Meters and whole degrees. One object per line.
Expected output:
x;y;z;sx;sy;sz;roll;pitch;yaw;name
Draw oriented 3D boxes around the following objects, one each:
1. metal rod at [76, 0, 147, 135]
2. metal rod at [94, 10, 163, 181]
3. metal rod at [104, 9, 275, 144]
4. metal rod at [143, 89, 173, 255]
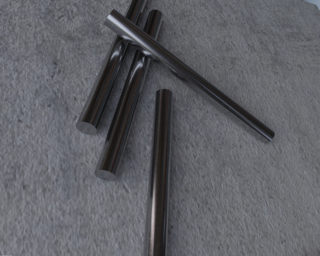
-0.057;-0.118;0.446;0.025;0.025;0.300;24;53;-14;metal rod
-0.034;-0.067;0.427;0.025;0.025;0.300;23;53;-15;metal rod
0.052;-0.068;0.453;0.301;0.025;0.025;34;51;-15;metal rod
-0.002;0.078;0.356;0.025;0.025;0.300;17;55;-19;metal rod
